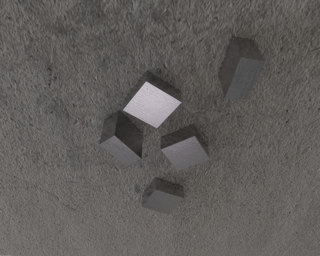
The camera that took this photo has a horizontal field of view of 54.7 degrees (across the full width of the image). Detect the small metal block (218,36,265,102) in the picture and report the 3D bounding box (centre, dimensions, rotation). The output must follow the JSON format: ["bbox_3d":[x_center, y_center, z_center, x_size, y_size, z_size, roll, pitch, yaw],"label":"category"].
[{"bbox_3d":[0.086,-0.064,0.337,0.025,0.050,0.050,8,130,-7],"label":"small metal block"}]

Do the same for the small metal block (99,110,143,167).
[{"bbox_3d":[-0.048,0.013,0.402,0.025,0.050,0.050,-30,124,23],"label":"small metal block"}]

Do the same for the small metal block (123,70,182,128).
[{"bbox_3d":[-0.010,-0.034,0.378,0.050,0.025,0.050,29,124,-22],"label":"small metal block"}]

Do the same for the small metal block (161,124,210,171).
[{"bbox_3d":[0.035,0.028,0.431,0.050,0.025,0.050,-23,127,18],"label":"small metal block"}]

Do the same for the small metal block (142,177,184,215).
[{"bbox_3d":[0.004,0.111,0.502,0.050,0.025,0.050,20,127,-17],"label":"small metal block"}]
